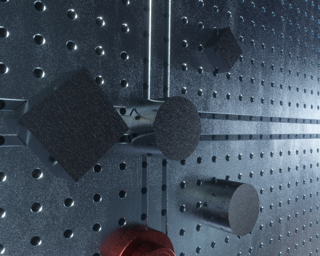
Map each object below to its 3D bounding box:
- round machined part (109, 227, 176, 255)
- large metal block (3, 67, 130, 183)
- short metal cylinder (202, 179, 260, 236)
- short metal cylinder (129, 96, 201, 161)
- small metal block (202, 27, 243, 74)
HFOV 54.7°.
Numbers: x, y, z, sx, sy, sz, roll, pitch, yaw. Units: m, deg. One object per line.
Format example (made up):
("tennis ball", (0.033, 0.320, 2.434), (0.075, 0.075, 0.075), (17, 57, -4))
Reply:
("round machined part", (-0.016, 0.178, 0.387), (0.099, 0.042, 0.097), (0, 90, -40))
("large metal block", (-0.092, -0.004, 0.317), (0.080, 0.050, 0.080), (-48, 119, -29))
("short metal cylinder", (0.113, 0.124, 0.491), (0.081, 0.050, 0.079), (0, 90, -40))
("short metal cylinder", (0.007, 0.000, 0.401), (0.081, 0.050, 0.079), (0, 90, -40))
("small metal block", (0.101, -0.124, 0.496), (0.050, 0.025, 0.050), (51, 60, -28))
